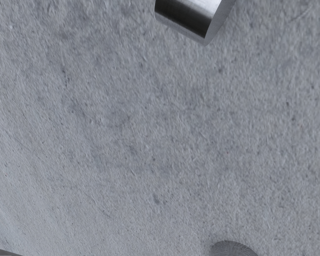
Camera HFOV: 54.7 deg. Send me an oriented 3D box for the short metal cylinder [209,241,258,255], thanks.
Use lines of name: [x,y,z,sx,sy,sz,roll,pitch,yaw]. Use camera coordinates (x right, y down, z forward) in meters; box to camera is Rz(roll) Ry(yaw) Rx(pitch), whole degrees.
short metal cylinder: [0.109,0.219,0.468,0.080,0.050,0.079,13,124,20]

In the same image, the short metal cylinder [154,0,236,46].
short metal cylinder: [0.038,-0.121,0.276,0.050,0.080,0.079,31,128,8]
